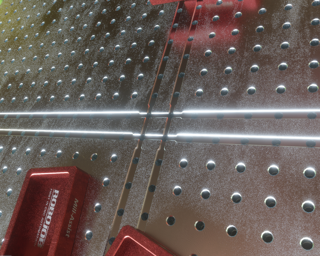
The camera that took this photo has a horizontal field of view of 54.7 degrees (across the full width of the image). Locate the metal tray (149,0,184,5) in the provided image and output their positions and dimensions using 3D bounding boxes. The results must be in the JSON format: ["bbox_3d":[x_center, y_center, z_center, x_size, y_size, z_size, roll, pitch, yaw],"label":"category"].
[{"bbox_3d":[0.047,-0.247,0.491,0.130,0.030,0.090,3,63,29],"label":"metal tray"}]

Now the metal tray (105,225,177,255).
[{"bbox_3d":[-0.007,0.167,0.304,0.130,0.030,0.090,22,73,35],"label":"metal tray"}]

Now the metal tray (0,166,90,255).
[{"bbox_3d":[-0.152,0.117,0.410,0.090,0.030,0.130,-6,59,24],"label":"metal tray"}]
